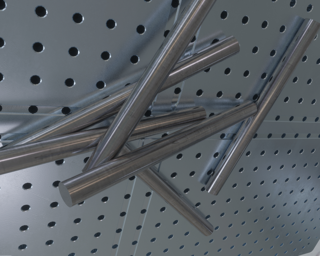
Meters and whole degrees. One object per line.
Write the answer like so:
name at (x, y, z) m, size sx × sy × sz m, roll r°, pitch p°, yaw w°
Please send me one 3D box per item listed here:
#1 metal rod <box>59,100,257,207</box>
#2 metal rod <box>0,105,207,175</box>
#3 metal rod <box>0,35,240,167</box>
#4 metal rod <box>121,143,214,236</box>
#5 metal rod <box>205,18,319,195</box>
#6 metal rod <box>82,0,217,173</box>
metal rod at (0.024, 0.016, 0.375) m, size 0.302 × 0.025 × 0.025 m, roll -22°, pitch 129°, yaw -37°
metal rod at (-0.070, 0.012, 0.353) m, size 0.302 × 0.025 × 0.025 m, roll -14°, pitch 125°, yaw -31°
metal rod at (-0.037, -0.037, 0.367) m, size 0.301 × 0.025 × 0.025 m, roll -28°, pitch 128°, yaw -11°
metal rod at (0.012, 0.100, 0.478) m, size 0.025 × 0.025 × 0.300 m, roll -41°, pitch 129°, yaw 0°
metal rod at (0.151, -0.022, 0.479) m, size 0.025 × 0.025 × 0.298 m, roll 15°, pitch 111°, yaw -34°
metal rod at (0.007, -0.075, 0.334) m, size 0.025 × 0.025 × 0.299 m, roll 32°, pitch 90°, yaw -38°
